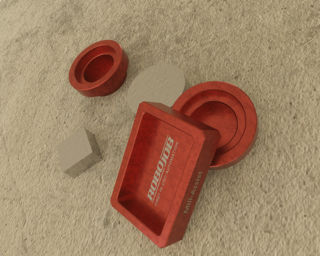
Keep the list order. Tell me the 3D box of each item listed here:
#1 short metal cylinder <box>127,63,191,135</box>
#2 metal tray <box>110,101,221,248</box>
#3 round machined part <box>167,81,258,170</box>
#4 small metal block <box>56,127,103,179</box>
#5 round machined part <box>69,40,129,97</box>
[{"bbox_3d":[0.004,-0.037,0.407,0.080,0.050,0.080,-13,56,21],"label":"short metal cylinder"},{"bbox_3d":[0.001,0.046,0.331,0.090,0.030,0.129,29,107,37],"label":"metal tray"},{"bbox_3d":[0.061,0.000,0.352,0.098,0.042,0.098,-7,71,20],"label":"round machined part"},{"bbox_3d":[-0.115,0.035,0.441,0.050,0.025,0.050,-34,52,5],"label":"small metal block"},{"bbox_3d":[-0.092,-0.090,0.494,0.098,0.042,0.098,-13,56,20],"label":"round machined part"}]
